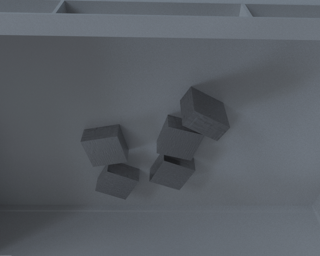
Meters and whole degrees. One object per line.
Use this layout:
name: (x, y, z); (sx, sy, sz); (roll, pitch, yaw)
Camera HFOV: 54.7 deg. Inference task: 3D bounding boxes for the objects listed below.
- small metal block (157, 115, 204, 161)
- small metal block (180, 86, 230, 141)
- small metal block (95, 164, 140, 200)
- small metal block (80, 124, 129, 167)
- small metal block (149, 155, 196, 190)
small metal block: (0.027, 0.014, 0.422); (0.050, 0.025, 0.050); (13, 129, -12)
small metal block: (0.054, -0.018, 0.378); (0.050, 0.050, 0.025); (24, 126, -19)
small metal block: (-0.065, 0.080, 0.476); (0.050, 0.025, 0.050); (21, 127, -18)
small metal block: (-0.075, 0.025, 0.429); (0.050, 0.025, 0.050); (-9, 130, 7)
small metal block: (0.018, 0.062, 0.463); (0.050, 0.025, 0.050); (19, 127, -16)
